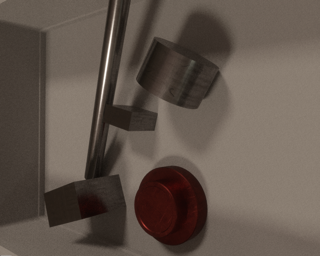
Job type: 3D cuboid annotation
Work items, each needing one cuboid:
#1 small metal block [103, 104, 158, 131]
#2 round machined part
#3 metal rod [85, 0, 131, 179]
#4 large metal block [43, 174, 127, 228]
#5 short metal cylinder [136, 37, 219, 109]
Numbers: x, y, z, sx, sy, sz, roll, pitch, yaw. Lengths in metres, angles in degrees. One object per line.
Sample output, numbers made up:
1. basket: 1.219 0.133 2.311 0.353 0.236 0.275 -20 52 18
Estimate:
1. small metal block: -0.040 -0.014 0.421 0.050 0.050 0.025 18 102 38
2. round machined part: 0.006 0.098 0.389 0.098 0.042 0.097 0 90 39
3. metal rod: -0.074 -0.048 0.422 0.025 0.025 0.298 36 125 33
4. large metal block: -0.111 0.107 0.460 0.080 0.081 0.050 -24 75 37
5. short metal cylinder: 0.020 -0.063 0.353 0.080 0.081 0.050 40 114 32
